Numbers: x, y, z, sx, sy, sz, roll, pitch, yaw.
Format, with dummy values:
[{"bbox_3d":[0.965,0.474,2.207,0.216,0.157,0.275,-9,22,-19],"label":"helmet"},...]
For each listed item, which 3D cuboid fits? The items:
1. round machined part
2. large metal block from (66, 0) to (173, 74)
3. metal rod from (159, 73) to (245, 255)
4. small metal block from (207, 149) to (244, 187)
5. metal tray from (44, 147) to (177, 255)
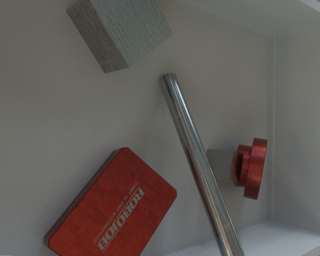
[{"bbox_3d":[0.144,0.063,0.500,0.098,0.042,0.097,9,91,-72],"label":"round machined part"},{"bbox_3d":[-0.043,-0.120,0.355,0.080,0.050,0.080,-45,117,-31],"label":"large metal block"},{"bbox_3d":[0.056,0.066,0.372,0.025,0.025,0.299,-2,65,-40],"label":"metal rod"},{"bbox_3d":[0.096,0.060,0.473,0.025,0.050,0.050,19,78,-39],"label":"small metal block"},{"bbox_3d":[-0.050,0.098,0.347,0.090,0.030,0.130,44,62,-13],"label":"metal tray"}]
